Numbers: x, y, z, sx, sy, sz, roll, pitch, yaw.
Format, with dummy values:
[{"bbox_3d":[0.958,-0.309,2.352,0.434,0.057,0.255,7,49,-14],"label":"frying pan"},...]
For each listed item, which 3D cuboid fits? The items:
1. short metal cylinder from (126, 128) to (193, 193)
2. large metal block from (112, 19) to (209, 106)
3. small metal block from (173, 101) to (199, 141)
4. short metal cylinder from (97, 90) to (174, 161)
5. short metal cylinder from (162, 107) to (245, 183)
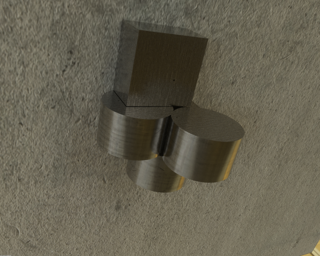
[{"bbox_3d":[0.001,0.037,0.397,0.081,0.080,0.050,-1,119,-28],"label":"short metal cylinder"},{"bbox_3d":[-0.002,-0.071,0.348,0.081,0.050,0.079,-2,119,-28],"label":"large metal block"},{"bbox_3d":[0.022,-0.015,0.398,0.025,0.050,0.050,1,118,-29],"label":"small metal block"},{"bbox_3d":[-0.029,-0.006,0.354,0.081,0.080,0.050,-2,120,-28],"label":"short metal cylinder"},{"bbox_3d":[0.047,0.016,0.344,0.081,0.080,0.050,-2,120,-28],"label":"short metal cylinder"}]
